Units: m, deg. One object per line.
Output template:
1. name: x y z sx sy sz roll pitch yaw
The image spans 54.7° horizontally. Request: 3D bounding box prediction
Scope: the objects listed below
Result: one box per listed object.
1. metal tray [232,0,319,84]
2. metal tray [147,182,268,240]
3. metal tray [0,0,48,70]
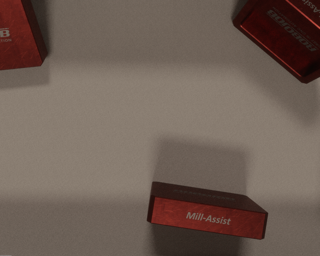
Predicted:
1. metal tray: 0.162 -0.118 0.378 0.130 0.090 0.030 40 75 -1
2. metal tray: 0.052 0.097 0.379 0.131 0.090 0.030 9 90 -1
3. metal tray: -0.218 -0.117 0.381 0.131 0.030 0.089 -6 128 -1
